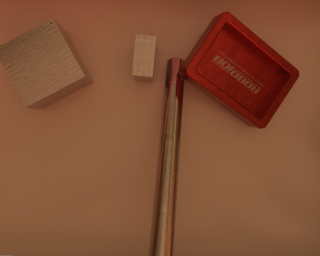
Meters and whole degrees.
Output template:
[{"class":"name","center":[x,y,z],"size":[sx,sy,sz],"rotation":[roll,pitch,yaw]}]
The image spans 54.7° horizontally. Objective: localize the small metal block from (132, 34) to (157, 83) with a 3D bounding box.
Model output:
[{"class":"small metal block","center":[-0.019,-0.088,0.399],"size":[0.025,0.050,0.050],"rotation":[6,90,0]}]

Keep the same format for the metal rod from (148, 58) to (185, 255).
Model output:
[{"class":"metal rod","center":[0.009,0.049,0.352],"size":[0.025,0.025,0.299],"rotation":[6,65,0]}]

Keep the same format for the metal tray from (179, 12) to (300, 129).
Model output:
[{"class":"metal tray","center":[0.101,-0.070,0.393],"size":[0.130,0.030,0.090],"rotation":[33,89,-15]}]

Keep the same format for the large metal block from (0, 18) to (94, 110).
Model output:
[{"class":"large metal block","center":[-0.145,-0.079,0.397],"size":[0.080,0.050,0.080],"rotation":[-28,90,0]}]
